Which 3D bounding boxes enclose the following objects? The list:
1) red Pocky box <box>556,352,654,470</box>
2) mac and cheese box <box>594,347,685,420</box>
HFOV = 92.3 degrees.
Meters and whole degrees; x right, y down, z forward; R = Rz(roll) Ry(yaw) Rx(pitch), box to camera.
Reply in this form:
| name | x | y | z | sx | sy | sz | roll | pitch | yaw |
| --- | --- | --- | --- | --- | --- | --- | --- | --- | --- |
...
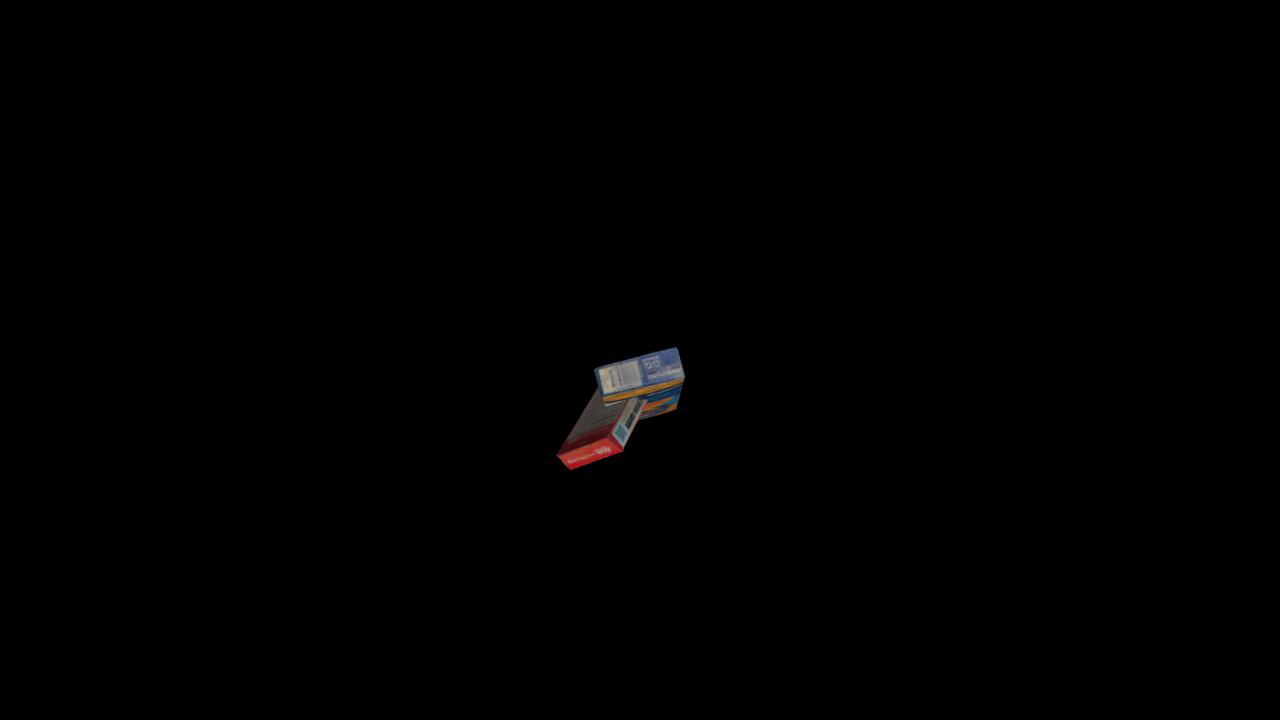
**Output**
| name | x | y | z | sx | sy | sz | roll | pitch | yaw |
| --- | --- | --- | --- | --- | --- | --- | --- | --- | --- |
| red Pocky box | -0.030 | 0.055 | 0.701 | 0.083 | 0.028 | 0.155 | -23 | 24 | 36 |
| mac and cheese box | 0.001 | 0.037 | 0.728 | 0.093 | 0.041 | 0.184 | -16 | -15 | -3 |
